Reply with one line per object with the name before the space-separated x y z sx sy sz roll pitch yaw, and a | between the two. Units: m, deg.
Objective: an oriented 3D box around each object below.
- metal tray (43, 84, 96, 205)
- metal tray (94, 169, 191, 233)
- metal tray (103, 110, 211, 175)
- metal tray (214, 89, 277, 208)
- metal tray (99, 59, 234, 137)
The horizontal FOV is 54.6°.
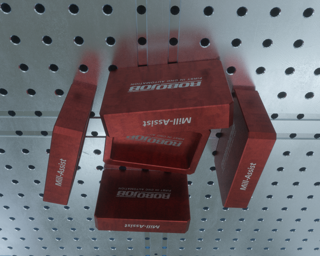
metal tray | -0.113 0.022 0.387 0.030 0.090 0.129 14 129 -11
metal tray | -0.024 0.106 0.459 0.131 0.090 0.030 3 130 -2
metal tray | -0.007 0.016 0.421 0.131 0.030 0.089 8 130 -8
metal tray | 0.101 0.028 0.393 0.030 0.090 0.129 3 130 -3
metal tray | 0.007 -0.035 0.338 0.131 0.090 0.030 -5 130 4
